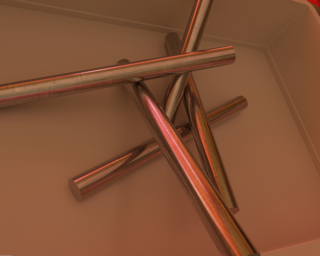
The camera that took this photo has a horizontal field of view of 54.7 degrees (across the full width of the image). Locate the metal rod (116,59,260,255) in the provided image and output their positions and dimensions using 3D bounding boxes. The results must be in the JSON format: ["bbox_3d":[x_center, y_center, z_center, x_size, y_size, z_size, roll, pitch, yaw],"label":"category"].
[{"bbox_3d":[0.005,0.006,0.328,0.025,0.025,0.300,0,38,-28],"label":"metal rod"}]

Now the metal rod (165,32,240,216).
[{"bbox_3d":[0.046,-0.028,0.418,0.025,0.025,0.299,7,50,-25],"label":"metal rod"}]

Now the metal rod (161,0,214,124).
[{"bbox_3d":[0.051,-0.146,0.423,0.025,0.025,0.299,19,86,-17],"label":"metal rod"}]

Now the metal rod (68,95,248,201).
[{"bbox_3d":[0.022,0.011,0.409,0.302,0.025,0.025,-25,76,-37],"label":"metal rod"}]

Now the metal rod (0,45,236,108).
[{"bbox_3d":[-0.047,-0.063,0.367,0.302,0.025,0.025,-13,68,-17],"label":"metal rod"}]
